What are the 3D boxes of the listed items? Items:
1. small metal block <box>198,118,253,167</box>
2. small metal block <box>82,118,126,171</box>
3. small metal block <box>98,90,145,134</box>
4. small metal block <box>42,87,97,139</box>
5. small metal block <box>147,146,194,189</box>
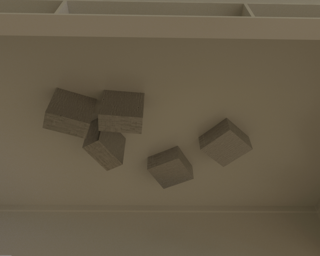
[{"bbox_3d":[0.090,0.021,0.428,0.050,0.025,0.050,37,121,-27],"label":"small metal block"},{"bbox_3d":[-0.072,0.020,0.409,0.025,0.050,0.050,-25,126,19],"label":"small metal block"},{"bbox_3d":[-0.046,-0.020,0.375,0.050,0.050,0.025,4,130,-4],"label":"small metal block"},{"bbox_3d":[-0.108,-0.018,0.376,0.050,0.050,0.025,16,128,-13],"label":"small metal block"},{"bbox_3d":[0.016,0.059,0.459,0.050,0.025,0.050,-23,127,18],"label":"small metal block"}]
